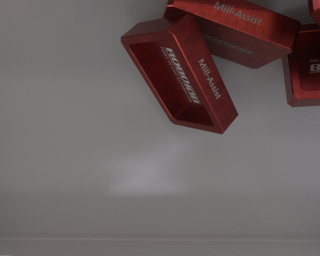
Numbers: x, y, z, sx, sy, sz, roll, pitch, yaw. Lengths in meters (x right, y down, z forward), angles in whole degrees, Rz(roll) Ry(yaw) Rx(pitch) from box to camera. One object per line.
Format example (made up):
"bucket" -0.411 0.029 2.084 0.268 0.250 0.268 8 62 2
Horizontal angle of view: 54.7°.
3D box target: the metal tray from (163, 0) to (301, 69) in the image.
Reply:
"metal tray" 0.068 -0.107 0.335 0.131 0.090 0.030 18 87 -7

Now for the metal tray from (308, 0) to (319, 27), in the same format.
"metal tray" 0.201 -0.106 0.278 0.090 0.131 0.030 -11 73 42

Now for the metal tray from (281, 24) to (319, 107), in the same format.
"metal tray" 0.210 -0.074 0.349 0.131 0.030 0.090 -3 76 9

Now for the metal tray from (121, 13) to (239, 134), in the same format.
"metal tray" 0.022 -0.055 0.342 0.030 0.090 0.130 -47 123 -22
